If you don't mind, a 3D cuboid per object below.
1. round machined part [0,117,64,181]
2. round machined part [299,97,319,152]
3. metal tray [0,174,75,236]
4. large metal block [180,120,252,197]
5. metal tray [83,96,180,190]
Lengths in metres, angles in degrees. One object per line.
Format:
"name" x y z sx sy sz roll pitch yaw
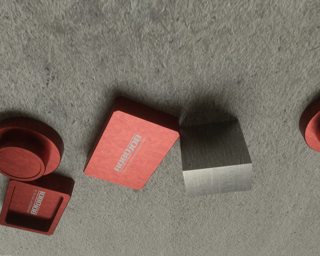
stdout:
"round machined part" -0.186 0.035 0.423 0.099 0.042 0.097 -1 130 0
"round machined part" 0.237 -0.001 0.399 0.099 0.042 0.097 -1 130 0
"metal tray" -0.202 0.122 0.504 0.091 0.030 0.129 20 127 -17
"large metal block" 0.070 0.038 0.405 0.080 0.080 0.050 -7 130 6
"metal tray" -0.041 0.026 0.426 0.091 0.030 0.129 20 127 -17
